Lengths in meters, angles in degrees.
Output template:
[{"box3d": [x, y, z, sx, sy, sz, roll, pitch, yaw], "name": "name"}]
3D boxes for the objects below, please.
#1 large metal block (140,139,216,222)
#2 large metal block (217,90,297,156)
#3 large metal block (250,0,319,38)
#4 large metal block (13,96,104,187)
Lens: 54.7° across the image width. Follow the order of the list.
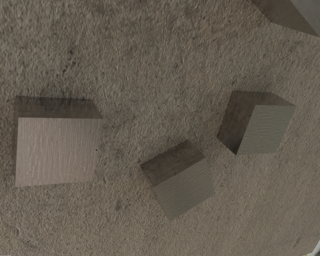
[{"box3d": [0.028, 0.076, 0.453, 0.080, 0.050, 0.080, -28, 128, -11], "name": "large metal block"}, {"box3d": [0.142, -0.008, 0.463, 0.081, 0.050, 0.079, -1, 119, -28], "name": "large metal block"}, {"box3d": [0.152, -0.157, 0.357, 0.080, 0.080, 0.050, 25, 105, -37], "name": "large metal block"}, {"box3d": [-0.113, 0.013, 0.337, 0.081, 0.050, 0.079, 0, 118, -29], "name": "large metal block"}]
